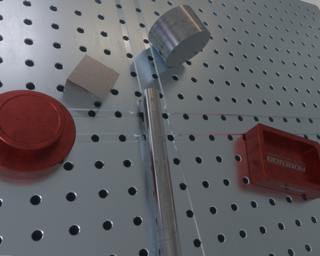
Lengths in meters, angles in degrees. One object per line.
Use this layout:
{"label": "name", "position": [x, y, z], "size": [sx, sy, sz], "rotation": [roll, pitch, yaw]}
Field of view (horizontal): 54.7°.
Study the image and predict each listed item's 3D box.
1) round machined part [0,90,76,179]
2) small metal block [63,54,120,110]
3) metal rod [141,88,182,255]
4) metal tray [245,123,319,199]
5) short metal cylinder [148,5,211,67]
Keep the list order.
{"label": "round machined part", "position": [-0.137, 0.000, 0.323], "size": [0.099, 0.042, 0.098], "rotation": [14, 56, -21]}
{"label": "small metal block", "position": [-0.087, -0.059, 0.398], "size": [0.050, 0.025, 0.050], "rotation": [30, 52, -10]}
{"label": "metal rod", "position": [0.004, 0.083, 0.359], "size": [0.025, 0.025, 0.299], "rotation": [7, 59, -25]}
{"label": "metal tray", "position": [0.198, 0.052, 0.479], "size": [0.131, 0.030, 0.090], "rotation": [16, 55, -19]}
{"label": "short metal cylinder", "position": [0.030, -0.139, 0.474], "size": [0.081, 0.080, 0.050], "rotation": [-23, 75, -36]}
